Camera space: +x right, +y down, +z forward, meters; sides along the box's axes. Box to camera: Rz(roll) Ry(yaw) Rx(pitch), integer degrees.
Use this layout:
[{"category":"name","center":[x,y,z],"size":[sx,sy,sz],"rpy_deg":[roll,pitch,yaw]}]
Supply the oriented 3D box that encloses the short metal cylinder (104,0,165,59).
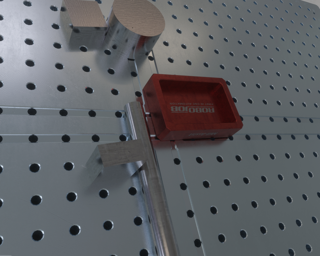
[{"category":"short metal cylinder","center":[-0.039,-0.150,0.462],"size":[0.081,0.050,0.080],"rpy_deg":[14,56,-21]}]

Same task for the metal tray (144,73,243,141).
[{"category":"metal tray","center":[0.049,-0.031,0.449],"size":[0.131,0.030,0.090],"rpy_deg":[-2,63,-29]}]

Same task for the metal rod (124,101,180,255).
[{"category":"metal rod","center":[0.000,0.103,0.344],"size":[0.025,0.025,0.299],"rpy_deg":[-1,62,-29]}]

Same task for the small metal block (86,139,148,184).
[{"category":"small metal block","center":[-0.049,0.037,0.343],"size":[0.050,0.050,0.025],"rpy_deg":[-7,66,-31]}]

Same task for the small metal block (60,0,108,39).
[{"category":"small metal block","center":[-0.109,-0.155,0.444],"size":[0.050,0.025,0.050],"rpy_deg":[-11,67,-33]}]
